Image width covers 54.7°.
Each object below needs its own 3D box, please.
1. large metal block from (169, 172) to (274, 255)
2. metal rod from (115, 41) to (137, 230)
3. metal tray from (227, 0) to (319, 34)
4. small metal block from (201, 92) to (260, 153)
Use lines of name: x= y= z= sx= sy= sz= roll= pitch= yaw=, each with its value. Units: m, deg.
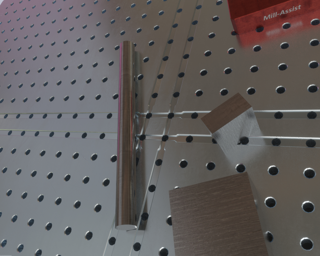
large metal block: x=0.059 y=0.097 z=0.301 sx=0.080 sy=0.050 sz=0.080 roll=-17 pitch=55 yaw=18
metal rod: x=-0.047 y=-0.011 z=0.437 sx=0.025 sy=0.025 sz=0.299 roll=-16 pitch=55 yaw=19
metal tray: x=0.163 y=-0.193 z=0.437 sx=0.130 sy=0.030 sz=0.090 roll=-13 pitch=56 yaw=20
small metal block: x=0.081 y=-0.005 z=0.352 sx=0.050 sy=0.050 sz=0.025 roll=-35 pitch=52 yaw=5
